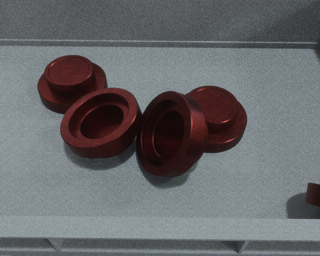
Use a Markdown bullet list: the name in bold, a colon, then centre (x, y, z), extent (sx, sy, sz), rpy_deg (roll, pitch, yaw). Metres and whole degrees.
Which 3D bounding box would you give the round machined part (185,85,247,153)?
- **round machined part**: centre (0.066, -0.019, 0.410), extent (0.099, 0.042, 0.098), rpy_deg (0, 50, 0)

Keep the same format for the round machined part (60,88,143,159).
- **round machined part**: centre (-0.068, -0.002, 0.385), extent (0.098, 0.042, 0.098), rpy_deg (-9, 48, 11)

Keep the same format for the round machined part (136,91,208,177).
- **round machined part**: centre (0.018, 0.009, 0.363), extent (0.042, 0.098, 0.098), rpy_deg (15, 40, -37)

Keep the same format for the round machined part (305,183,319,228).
- **round machined part**: centre (0.194, 0.084, 0.299), extent (0.098, 0.098, 0.042), rpy_deg (11, 85, 9)

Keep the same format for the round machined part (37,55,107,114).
- **round machined part**: centre (-0.128, -0.070, 0.452), extent (0.099, 0.042, 0.098), rpy_deg (0, 50, 0)
